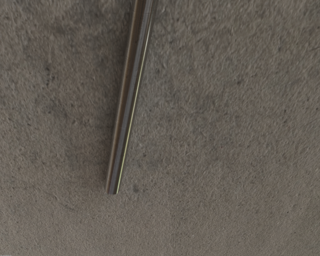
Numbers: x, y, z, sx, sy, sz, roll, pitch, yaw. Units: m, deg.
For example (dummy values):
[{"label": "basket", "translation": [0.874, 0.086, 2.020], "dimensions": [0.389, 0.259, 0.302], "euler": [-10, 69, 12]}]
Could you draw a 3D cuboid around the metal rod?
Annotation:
[{"label": "metal rod", "translation": [-0.044, -0.017, 0.392], "dimensions": [0.025, 0.025, 0.298], "euler": [9, 130, -8]}]
